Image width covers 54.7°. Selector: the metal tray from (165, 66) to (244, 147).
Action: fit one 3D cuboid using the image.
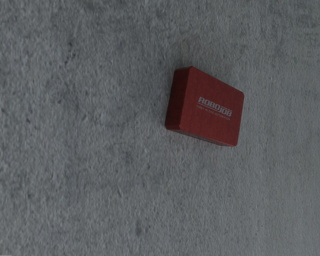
[{"bbox_3d":[0.071,-0.028,0.464,0.131,0.030,0.090,17,79,-39],"label":"metal tray"}]
